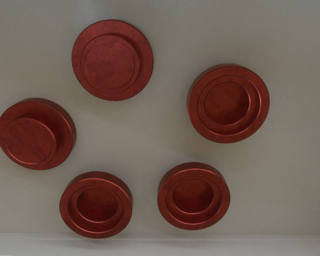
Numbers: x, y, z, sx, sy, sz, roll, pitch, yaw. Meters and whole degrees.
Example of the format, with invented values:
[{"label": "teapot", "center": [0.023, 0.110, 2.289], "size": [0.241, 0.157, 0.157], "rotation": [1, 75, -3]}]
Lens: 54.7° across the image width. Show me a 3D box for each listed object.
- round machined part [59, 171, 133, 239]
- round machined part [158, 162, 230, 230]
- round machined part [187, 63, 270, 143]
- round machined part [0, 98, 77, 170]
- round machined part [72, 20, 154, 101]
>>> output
[{"label": "round machined part", "center": [-0.087, 0.104, 0.439], "size": [0.099, 0.042, 0.097], "rotation": [0, 110, -1]}, {"label": "round machined part", "center": [0.046, 0.091, 0.437], "size": [0.099, 0.042, 0.097], "rotation": [0, 110, -1]}, {"label": "round machined part", "center": [0.083, -0.033, 0.391], "size": [0.099, 0.042, 0.097], "rotation": [0, 110, -1]}, {"label": "round machined part", "center": [-0.164, 0.013, 0.405], "size": [0.099, 0.042, 0.097], "rotation": [0, 110, -1]}, {"label": "round machined part", "center": [-0.057, -0.079, 0.372], "size": [0.099, 0.042, 0.097], "rotation": [0, 110, -1]}]
